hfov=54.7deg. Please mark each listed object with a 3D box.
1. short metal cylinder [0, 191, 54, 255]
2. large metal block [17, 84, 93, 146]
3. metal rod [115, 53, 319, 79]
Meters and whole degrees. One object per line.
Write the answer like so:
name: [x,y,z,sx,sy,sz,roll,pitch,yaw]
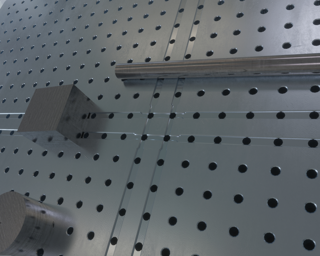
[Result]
short metal cylinder: [-0.192,0.131,0.412,0.080,0.050,0.080,-13,56,21]
large metal block: [-0.164,-0.019,0.490,0.080,0.050,0.080,-2,61,27]
metal rod: [0.066,-0.082,0.423,0.300,0.025,0.025,4,64,29]
